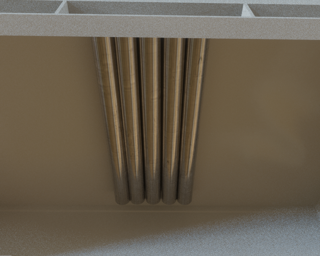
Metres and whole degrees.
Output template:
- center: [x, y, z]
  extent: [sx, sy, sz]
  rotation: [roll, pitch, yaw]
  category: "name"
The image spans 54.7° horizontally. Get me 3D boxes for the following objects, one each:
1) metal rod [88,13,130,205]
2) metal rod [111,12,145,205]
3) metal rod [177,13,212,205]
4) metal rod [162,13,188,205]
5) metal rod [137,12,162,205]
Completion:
- center: [-0.060, 0.002, 0.408]
  extent: [0.025, 0.025, 0.298]
  rotation: [0, 130, 0]
  category: "metal rod"
- center: [-0.036, 0.001, 0.408]
  extent: [0.025, 0.025, 0.298]
  rotation: [0, 130, 0]
  category: "metal rod"
- center: [0.040, 0.002, 0.409]
  extent: [0.025, 0.025, 0.298]
  rotation: [0, 130, 0]
  category: "metal rod"
- center: [0.015, 0.002, 0.409]
  extent: [0.025, 0.025, 0.298]
  rotation: [0, 130, 0]
  category: "metal rod"
- center: [-0.011, 0.001, 0.408]
  extent: [0.025, 0.025, 0.298]
  rotation: [0, 130, 0]
  category: "metal rod"
